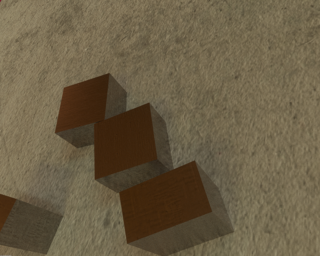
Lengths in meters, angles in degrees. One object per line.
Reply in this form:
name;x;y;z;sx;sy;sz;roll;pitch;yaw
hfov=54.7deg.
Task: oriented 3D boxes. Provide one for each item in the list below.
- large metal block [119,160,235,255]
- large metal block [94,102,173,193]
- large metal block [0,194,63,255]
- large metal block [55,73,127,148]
large metal block;0.018;0.084;0.307;0.080;0.080;0.050;-25;53;13
large metal block;-0.034;0.026;0.388;0.080;0.050;0.080;-20;54;16
large metal block;-0.188;0.118;0.393;0.080;0.080;0.050;6;65;30
large metal block;-0.098;-0.024;0.452;0.080;0.050;0.080;-13;56;20
